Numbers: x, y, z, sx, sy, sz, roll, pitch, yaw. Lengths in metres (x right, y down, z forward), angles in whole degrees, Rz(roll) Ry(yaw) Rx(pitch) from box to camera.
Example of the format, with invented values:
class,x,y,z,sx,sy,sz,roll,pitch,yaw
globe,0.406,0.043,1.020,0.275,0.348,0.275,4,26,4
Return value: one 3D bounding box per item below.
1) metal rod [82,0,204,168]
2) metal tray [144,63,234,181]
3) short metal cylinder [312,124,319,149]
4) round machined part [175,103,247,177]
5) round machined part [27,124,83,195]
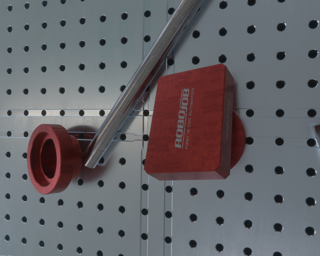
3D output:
class,x,y,z,sx,sy,sz,roll,pitch,yaw
metal rod,-0.022,-0.070,0.420,0.025,0.025,0.299,38,102,16
metal tray,0.036,-0.006,0.360,0.090,0.030,0.130,-7,62,30
short metal cylinder,0.204,0.010,0.312,0.080,0.080,0.050,-18,84,19
round machined part,0.055,0.013,0.384,0.098,0.042,0.097,0,90,20
round machined part,-0.148,0.043,0.444,0.098,0.042,0.097,-1,88,42
